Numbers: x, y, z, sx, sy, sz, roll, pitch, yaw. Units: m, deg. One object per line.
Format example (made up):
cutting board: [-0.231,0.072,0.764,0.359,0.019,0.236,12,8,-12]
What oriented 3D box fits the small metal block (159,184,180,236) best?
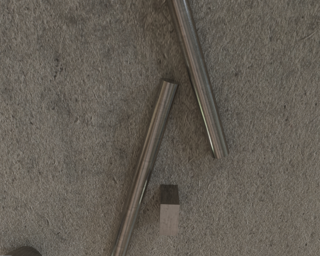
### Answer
small metal block: [0.012,0.115,0.439,0.025,0.050,0.050,2,110,-1]

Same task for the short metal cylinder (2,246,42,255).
short metal cylinder: [-0.214,0.225,0.461,0.050,0.080,0.080,-28,108,10]

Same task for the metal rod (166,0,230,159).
metal rod: [0.037,-0.098,0.373,0.025,0.025,0.298,-17,109,6]

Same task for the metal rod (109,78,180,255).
metal rod: [-0.028,0.076,0.437,0.025,0.025,0.298,15,109,-6]
